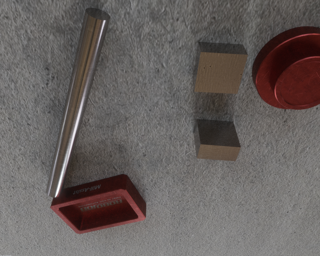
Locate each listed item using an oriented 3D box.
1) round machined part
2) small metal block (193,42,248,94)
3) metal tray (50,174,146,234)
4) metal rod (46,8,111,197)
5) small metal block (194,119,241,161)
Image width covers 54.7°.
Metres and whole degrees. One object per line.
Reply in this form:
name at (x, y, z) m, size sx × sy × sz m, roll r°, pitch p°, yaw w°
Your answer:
round machined part at (0.158, -0.059, 0.348) m, size 0.099 × 0.042 × 0.097 m, roll -1°, pitch 130°, yaw 0°
small metal block at (0.066, -0.068, 0.351) m, size 0.050 × 0.025 × 0.050 m, roll 3°, pitch 130°, yaw -3°
metal tray at (-0.099, 0.128, 0.511) m, size 0.130 × 0.030 × 0.090 m, roll -16°, pitch 129°, yaw 12°
metal rod at (-0.114, -0.007, 0.399) m, size 0.025 × 0.025 × 0.298 m, roll 16°, pitch 128°, yaw -14°
small metal block at (0.073, 0.015, 0.405) m, size 0.050 × 0.050 × 0.025 m, roll 5°, pitch 130°, yaw -5°
